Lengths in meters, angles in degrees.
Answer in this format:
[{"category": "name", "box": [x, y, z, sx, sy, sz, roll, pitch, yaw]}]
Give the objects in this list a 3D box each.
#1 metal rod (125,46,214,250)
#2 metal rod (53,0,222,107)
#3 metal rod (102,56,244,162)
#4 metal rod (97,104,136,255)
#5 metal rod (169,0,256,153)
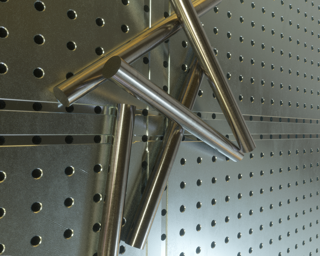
[{"category": "metal rod", "box": [0.018, 0.012, 0.426, 0.025, 0.025, 0.299, 33, 70, -36]}, {"category": "metal rod", "box": [-0.008, -0.118, 0.403, 0.302, 0.025, 0.025, -42, 116, -32]}, {"category": "metal rod", "box": [0.041, -0.007, 0.410, 0.301, 0.025, 0.025, 30, 71, -47]}, {"category": "metal rod", "box": [-0.058, 0.120, 0.362, 0.025, 0.025, 0.298, 11, 83, -40]}, {"category": "metal rod", "box": [0.072, -0.086, 0.437, 0.025, 0.025, 0.299, -46, 118, -30]}]
